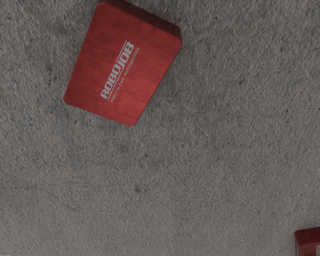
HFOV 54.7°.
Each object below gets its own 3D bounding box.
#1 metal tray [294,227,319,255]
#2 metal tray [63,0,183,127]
[{"bbox_3d":[0.320,0.244,0.614,0.090,0.030,0.129,-14,129,11],"label":"metal tray"},{"bbox_3d":[-0.044,-0.068,0.345,0.091,0.030,0.129,21,127,-17],"label":"metal tray"}]
